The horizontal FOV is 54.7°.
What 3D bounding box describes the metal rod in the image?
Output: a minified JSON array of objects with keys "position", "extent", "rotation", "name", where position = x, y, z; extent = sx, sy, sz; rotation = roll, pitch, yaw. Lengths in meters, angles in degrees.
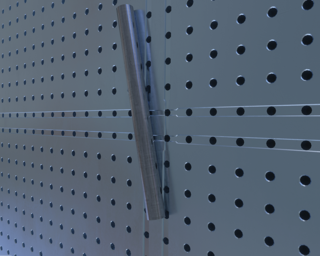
[{"position":[-0.028,-0.027,0.430],"extent":[0.025,0.025,0.298],"rotation":[-15,81,39],"name":"metal rod"}]
